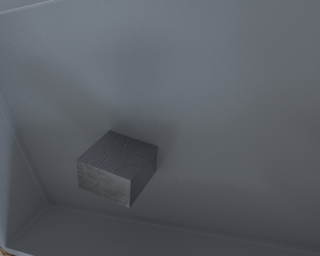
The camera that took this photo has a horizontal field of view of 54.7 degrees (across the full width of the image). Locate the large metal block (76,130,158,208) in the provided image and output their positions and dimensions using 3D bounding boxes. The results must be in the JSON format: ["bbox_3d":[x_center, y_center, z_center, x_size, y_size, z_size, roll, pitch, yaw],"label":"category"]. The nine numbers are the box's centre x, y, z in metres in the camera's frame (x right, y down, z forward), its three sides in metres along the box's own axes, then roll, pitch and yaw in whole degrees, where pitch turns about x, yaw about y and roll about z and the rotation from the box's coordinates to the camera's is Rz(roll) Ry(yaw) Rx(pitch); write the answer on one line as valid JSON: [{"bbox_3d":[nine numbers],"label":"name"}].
[{"bbox_3d":[-0.058,0.054,0.436,0.080,0.080,0.050,17,125,18],"label":"large metal block"}]
